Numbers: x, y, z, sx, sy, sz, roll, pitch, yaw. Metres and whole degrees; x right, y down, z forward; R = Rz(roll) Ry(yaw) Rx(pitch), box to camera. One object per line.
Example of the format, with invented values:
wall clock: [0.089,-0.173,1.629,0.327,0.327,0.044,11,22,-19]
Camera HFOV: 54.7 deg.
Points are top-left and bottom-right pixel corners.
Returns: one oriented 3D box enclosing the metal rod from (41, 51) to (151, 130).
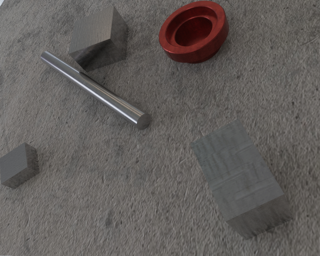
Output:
metal rod: [-0.121,-0.073,0.512,0.300,0.025,0.025,33,80,38]

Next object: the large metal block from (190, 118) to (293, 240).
large metal block: [0.079,0.051,0.296,0.050,0.080,0.080,-29,52,10]

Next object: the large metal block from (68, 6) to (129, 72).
large metal block: [-0.104,-0.153,0.536,0.080,0.050,0.080,-13,56,20]

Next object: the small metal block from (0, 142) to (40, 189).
small metal block: [-0.220,0.059,0.483,0.050,0.025,0.050,-32,52,7]

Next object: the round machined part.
round machined part: [0.051,-0.132,0.447,0.098,0.042,0.098,-13,56,21]
